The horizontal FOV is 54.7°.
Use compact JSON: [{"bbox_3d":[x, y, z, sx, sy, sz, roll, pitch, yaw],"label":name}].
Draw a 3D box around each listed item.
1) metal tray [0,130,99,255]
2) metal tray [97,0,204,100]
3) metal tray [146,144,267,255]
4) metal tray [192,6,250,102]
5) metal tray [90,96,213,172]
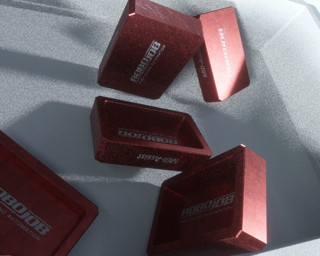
[{"bbox_3d":[-0.135,0.074,0.284,0.130,0.030,0.090,39,51,-2],"label":"metal tray"},{"bbox_3d":[-0.017,-0.091,0.386,0.091,0.129,0.030,12,57,-22],"label":"metal tray"},{"bbox_3d":[0.043,0.080,0.310,0.030,0.129,0.090,33,49,-22],"label":"metal tray"},{"bbox_3d":[0.093,-0.115,0.484,0.091,0.030,0.129,-29,109,-37],"label":"metal tray"},{"bbox_3d":[-0.013,0.008,0.369,0.131,0.030,0.090,10,32,-23],"label":"metal tray"}]
